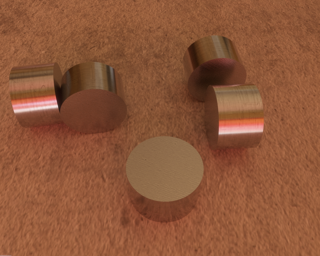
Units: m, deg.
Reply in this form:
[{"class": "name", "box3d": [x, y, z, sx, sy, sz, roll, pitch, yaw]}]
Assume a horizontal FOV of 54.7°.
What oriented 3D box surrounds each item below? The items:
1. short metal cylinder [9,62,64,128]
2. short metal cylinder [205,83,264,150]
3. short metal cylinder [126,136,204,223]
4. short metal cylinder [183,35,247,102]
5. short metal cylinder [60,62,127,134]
[{"class": "short metal cylinder", "box3d": [-0.154, -0.042, 0.401, 0.050, 0.080, 0.080, -8, 51, -7]}, {"class": "short metal cylinder", "box3d": [0.088, -0.014, 0.380, 0.050, 0.080, 0.080, -3, 50, -3]}, {"class": "short metal cylinder", "box3d": [0.005, 0.056, 0.340, 0.081, 0.050, 0.080, 0, 50, 0]}, {"class": "short metal cylinder", "box3d": [0.076, -0.082, 0.438, 0.081, 0.080, 0.050, -4, 50, -4]}, {"class": "short metal cylinder", "box3d": [-0.086, -0.037, 0.398, 0.081, 0.080, 0.050, -8, 51, -7]}]
